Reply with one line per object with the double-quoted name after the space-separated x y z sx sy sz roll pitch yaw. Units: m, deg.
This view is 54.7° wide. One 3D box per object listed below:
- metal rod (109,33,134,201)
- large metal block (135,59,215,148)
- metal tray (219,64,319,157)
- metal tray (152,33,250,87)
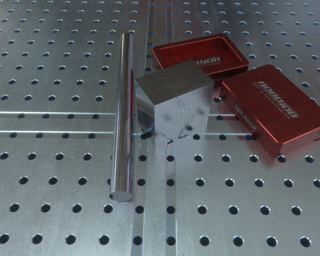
-0.050 -0.039 0.439 0.025 0.025 0.300 -2 50 -2 "metal rod"
0.017 -0.031 0.398 0.081 0.080 0.050 -23 54 -18 "large metal block"
0.155 -0.030 0.430 0.091 0.030 0.130 -20 53 -17 "metal tray"
0.062 -0.103 0.490 0.131 0.030 0.090 -15 52 -12 "metal tray"
